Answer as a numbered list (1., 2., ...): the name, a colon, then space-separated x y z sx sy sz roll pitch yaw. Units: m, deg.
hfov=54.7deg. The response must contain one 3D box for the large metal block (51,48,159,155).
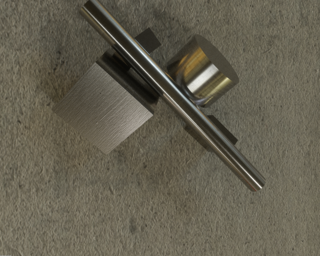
1. large metal block: -0.060 -0.029 0.357 0.080 0.050 0.080 43 117 -16

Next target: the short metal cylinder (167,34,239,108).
1. short metal cylinder: 0.055 -0.072 0.396 0.080 0.080 0.050 41 118 -16

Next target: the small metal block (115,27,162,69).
1. small metal block: -0.033 -0.094 0.386 0.050 0.050 0.025 -40 103 -16

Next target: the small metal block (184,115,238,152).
1. small metal block: 0.069 0.009 0.420 0.050 0.050 0.025 43 77 -16

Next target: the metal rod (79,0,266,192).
1. metal rod: 0.025 -0.029 0.367 0.300 0.025 0.025 45 76 -15
